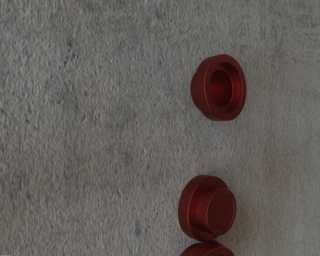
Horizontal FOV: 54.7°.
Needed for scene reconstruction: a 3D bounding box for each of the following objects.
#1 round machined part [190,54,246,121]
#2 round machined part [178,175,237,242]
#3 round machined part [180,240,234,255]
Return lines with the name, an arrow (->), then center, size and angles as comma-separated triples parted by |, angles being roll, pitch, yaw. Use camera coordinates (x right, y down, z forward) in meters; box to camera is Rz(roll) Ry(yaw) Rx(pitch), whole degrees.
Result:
round machined part -> 0.084, -0.059, 0.467 | 0.099, 0.042, 0.097 | 0, 90, -40
round machined part -> 0.077, 0.121, 0.461 | 0.099, 0.042, 0.097 | 0, 90, -40
round machined part -> 0.059, 0.205, 0.438 | 0.099, 0.042, 0.097 | -9, 106, -35
